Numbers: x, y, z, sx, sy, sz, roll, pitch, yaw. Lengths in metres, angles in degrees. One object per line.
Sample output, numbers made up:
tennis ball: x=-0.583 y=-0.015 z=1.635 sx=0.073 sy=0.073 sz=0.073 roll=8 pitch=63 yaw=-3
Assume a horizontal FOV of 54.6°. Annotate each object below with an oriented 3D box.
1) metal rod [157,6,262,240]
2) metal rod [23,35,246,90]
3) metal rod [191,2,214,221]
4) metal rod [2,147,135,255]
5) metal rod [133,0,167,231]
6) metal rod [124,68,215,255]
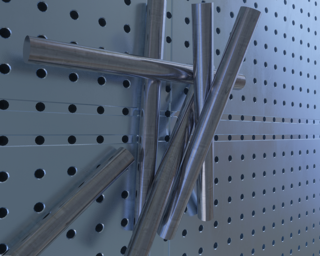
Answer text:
metal rod: x=0.055 y=0.005 z=0.381 sx=0.025 sy=0.025 sz=0.298 roll=7 pitch=108 yaw=-40
metal rod: x=-0.001 y=-0.070 z=0.373 sx=0.302 sy=0.025 sz=0.025 roll=1 pitch=90 yaw=-38
metal rod: x=0.058 y=-0.005 z=0.409 sx=0.025 sy=0.025 sz=0.298 roll=-23 pitch=120 yaw=-37
metal rod: x=-0.133 y=0.122 z=0.297 sx=0.301 sy=0.025 sz=0.025 roll=-44 pitch=117 yaw=-31
metal rod: x=-0.013 y=-0.017 z=0.396 sx=0.025 sy=0.025 sz=0.299 roll=6 pitch=86 yaw=-40
metal rod: x=0.019 y=0.031 z=0.399 sx=0.025 sy=0.025 sz=0.300 roll=41 pitch=58 yaw=-32
